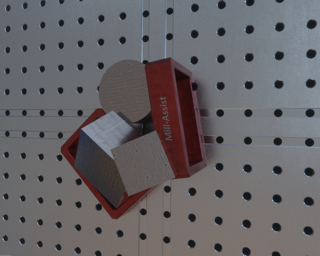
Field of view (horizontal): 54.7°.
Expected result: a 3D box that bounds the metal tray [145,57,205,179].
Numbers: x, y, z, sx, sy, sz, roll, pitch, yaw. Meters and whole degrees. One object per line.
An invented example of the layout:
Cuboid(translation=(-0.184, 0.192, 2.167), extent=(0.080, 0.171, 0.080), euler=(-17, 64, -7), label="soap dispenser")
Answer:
Cuboid(translation=(0.021, -0.010, 0.370), extent=(0.030, 0.090, 0.129), euler=(-10, 87, 19), label="metal tray")

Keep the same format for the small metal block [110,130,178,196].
Cuboid(translation=(-0.015, 0.036, 0.317), extent=(0.050, 0.025, 0.050), euler=(-23, 83, 7), label="small metal block")

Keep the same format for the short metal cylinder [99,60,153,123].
Cuboid(translation=(-0.033, -0.046, 0.410), extent=(0.080, 0.050, 0.079), euler=(0, 90, 19), label="short metal cylinder")

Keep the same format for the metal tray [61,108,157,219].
Cuboid(translation=(-0.067, 0.048, 0.431), extent=(0.090, 0.030, 0.130), euler=(-45, 77, 14), label="metal tray")

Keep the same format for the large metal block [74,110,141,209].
Cuboid(translation=(-0.056, 0.040, 0.385), extent=(0.080, 0.050, 0.079), euler=(41, 138, 14), label="large metal block")
